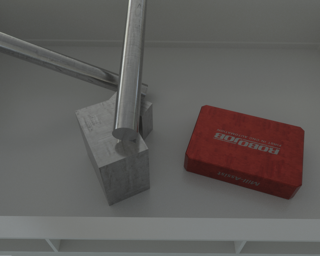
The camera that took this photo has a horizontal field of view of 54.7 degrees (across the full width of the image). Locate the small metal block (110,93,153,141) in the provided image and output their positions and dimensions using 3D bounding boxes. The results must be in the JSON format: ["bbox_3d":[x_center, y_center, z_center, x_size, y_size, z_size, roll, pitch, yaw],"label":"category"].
[{"bbox_3d":[-0.038,-0.016,0.402,0.050,0.050,0.025,23,54,18],"label":"small metal block"}]

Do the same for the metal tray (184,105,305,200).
[{"bbox_3d":[0.104,0.026,0.382,0.131,0.030,0.090,15,51,11],"label":"metal tray"}]

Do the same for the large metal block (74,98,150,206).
[{"bbox_3d":[-0.052,0.026,0.347,0.050,0.080,0.080,-20,53,-17],"label":"large metal block"}]

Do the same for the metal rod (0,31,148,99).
[{"bbox_3d":[-0.159,-0.095,0.404,0.302,0.025,0.025,18,48,-18],"label":"metal rod"}]

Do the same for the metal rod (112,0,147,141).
[{"bbox_3d":[-0.030,-0.121,0.375,0.025,0.025,0.299,1,58,0],"label":"metal rod"}]
